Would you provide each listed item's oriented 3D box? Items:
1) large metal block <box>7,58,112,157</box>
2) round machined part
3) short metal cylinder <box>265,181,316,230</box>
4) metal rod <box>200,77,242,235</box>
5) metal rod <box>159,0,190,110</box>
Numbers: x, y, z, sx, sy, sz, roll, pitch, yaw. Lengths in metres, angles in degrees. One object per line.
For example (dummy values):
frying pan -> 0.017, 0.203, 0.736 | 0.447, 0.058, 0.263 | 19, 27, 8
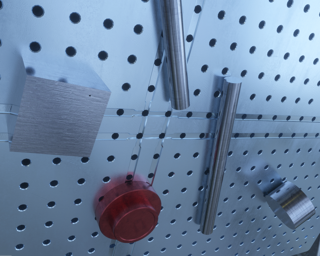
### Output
large metal block -> -0.108, -0.019, 0.325 | 0.081, 0.050, 0.079 | 9, 114, -33
round machined part -> -0.042, 0.131, 0.460 | 0.099, 0.042, 0.097 | -14, 124, -21
short metal cylinder -> 0.257, 0.153, 0.614 | 0.050, 0.080, 0.080 | -34, 129, -6
metal rod -> 0.094, 0.062, 0.502 | 0.025, 0.025, 0.298 | -11, 123, -23
metal rod -> 0.010, -0.151, 0.323 | 0.025, 0.025, 0.298 | -20, 127, -17
